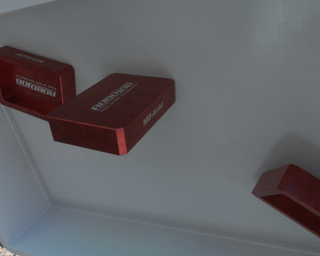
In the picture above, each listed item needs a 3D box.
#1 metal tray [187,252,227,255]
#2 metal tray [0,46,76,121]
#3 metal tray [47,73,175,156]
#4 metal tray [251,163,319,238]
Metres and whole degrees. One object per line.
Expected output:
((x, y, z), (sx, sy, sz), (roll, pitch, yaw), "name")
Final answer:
((0.111, 0.252, 0.505), (0.130, 0.030, 0.090), (-7, 115, 31), "metal tray")
((-0.189, -0.063, 0.466), (0.130, 0.030, 0.089), (19, 126, 17), "metal tray")
((-0.048, -0.023, 0.352), (0.090, 0.131, 0.030), (10, 123, 23), "metal tray")
((0.176, 0.092, 0.337), (0.130, 0.030, 0.090), (33, 166, 7), "metal tray")
